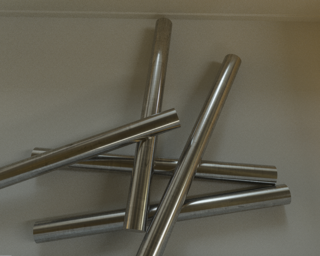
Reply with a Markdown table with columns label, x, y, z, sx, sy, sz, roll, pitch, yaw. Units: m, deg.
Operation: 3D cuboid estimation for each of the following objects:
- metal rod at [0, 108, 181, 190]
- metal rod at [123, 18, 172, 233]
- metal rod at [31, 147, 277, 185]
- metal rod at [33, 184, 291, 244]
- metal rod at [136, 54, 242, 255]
| label | x | y | z | sx | sy | sz | roll | pitch | yaw |
| --- | --- | --- | --- | --- | --- | --- | --- | --- | --- |
| metal rod | -0.122 | 0.036 | 0.367 | 0.302 | 0.025 | 0.025 | -19 | 71 | -2 |
| metal rod | -0.011 | -0.023 | 0.398 | 0.025 | 0.025 | 0.299 | 6 | 64 | 2 |
| metal rod | -0.008 | 0.048 | 0.390 | 0.302 | 0.025 | 0.025 | 4 | 70 | 1 |
| metal rod | 0.006 | 0.102 | 0.371 | 0.302 | 0.025 | 0.025 | -8 | 70 | -4 |
| metal rod | 0.044 | 0.023 | 0.379 | 0.025 | 0.025 | 0.300 | 23 | 64 | 8 |
